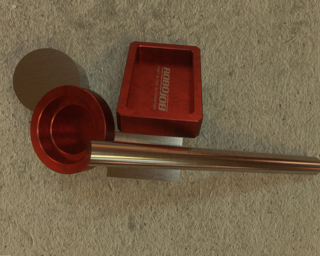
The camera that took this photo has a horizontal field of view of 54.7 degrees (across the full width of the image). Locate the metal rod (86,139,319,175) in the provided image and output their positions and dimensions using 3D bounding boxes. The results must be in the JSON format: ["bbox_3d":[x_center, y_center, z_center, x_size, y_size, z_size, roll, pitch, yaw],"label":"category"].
[{"bbox_3d":[0.070,0.037,0.353,0.302,0.025,0.025,6,90,-25],"label":"metal rod"}]

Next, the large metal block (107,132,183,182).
[{"bbox_3d":[-0.017,0.032,0.383,0.081,0.080,0.050,5,90,-1],"label":"large metal block"}]

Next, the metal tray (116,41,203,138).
[{"bbox_3d":[0.003,-0.051,0.371,0.091,0.030,0.130,5,50,0],"label":"metal tray"}]

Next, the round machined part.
[{"bbox_3d":[-0.095,0.002,0.357,0.098,0.042,0.097,0,89,19],"label":"round machined part"}]

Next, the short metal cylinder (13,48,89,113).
[{"bbox_3d":[-0.136,-0.056,0.397,0.081,0.050,0.079,0,90,-1],"label":"short metal cylinder"}]
